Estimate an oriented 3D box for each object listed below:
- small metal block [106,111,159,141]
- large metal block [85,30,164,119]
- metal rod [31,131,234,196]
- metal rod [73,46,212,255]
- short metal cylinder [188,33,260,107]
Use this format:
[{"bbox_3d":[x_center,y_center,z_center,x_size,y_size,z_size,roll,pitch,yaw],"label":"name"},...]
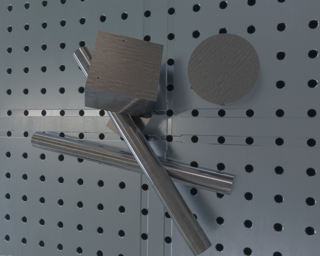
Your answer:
[{"bbox_3d":[-0.038,-0.010,0.426,0.050,0.025,0.050,34,101,16],"label":"small metal block"},{"bbox_3d":[-0.044,-0.065,0.383,0.081,0.050,0.080,11,67,-10],"label":"large metal block"},{"bbox_3d":[-0.051,0.044,0.430,0.301,0.025,0.025,11,94,19],"label":"metal rod"},{"bbox_3d":[-0.028,0.020,0.395,0.025,0.025,0.299,-36,78,16],"label":"metal rod"},{"bbox_3d":[0.079,-0.067,0.372,0.080,0.050,0.079,0,90,20],"label":"short metal cylinder"}]
